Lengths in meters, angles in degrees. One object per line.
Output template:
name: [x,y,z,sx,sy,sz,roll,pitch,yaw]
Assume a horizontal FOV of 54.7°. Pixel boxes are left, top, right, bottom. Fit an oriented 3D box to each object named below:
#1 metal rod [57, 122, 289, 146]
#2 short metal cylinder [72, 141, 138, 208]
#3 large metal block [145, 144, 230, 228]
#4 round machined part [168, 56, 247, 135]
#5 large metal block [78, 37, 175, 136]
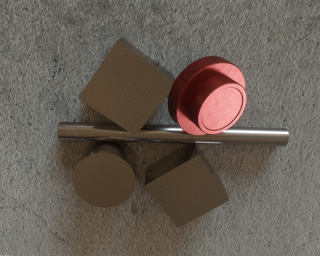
metal rod: [0.018,0.008,0.415,0.302,0.025,0.025,2,110,-1]
short metal cylinder: [-0.071,0.059,0.418,0.081,0.050,0.079,0,110,-1]
large metal block: [0.036,0.076,0.426,0.080,0.050,0.080,-31,108,10]
round machined part: [0.062,-0.031,0.366,0.099,0.042,0.097,-17,130,-22]
large metal block: [-0.038,-0.051,0.376,0.080,0.050,0.080,35,106,-12]
